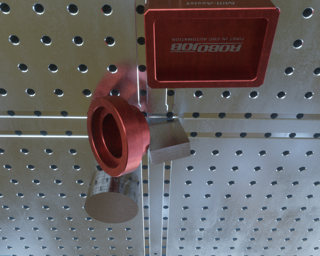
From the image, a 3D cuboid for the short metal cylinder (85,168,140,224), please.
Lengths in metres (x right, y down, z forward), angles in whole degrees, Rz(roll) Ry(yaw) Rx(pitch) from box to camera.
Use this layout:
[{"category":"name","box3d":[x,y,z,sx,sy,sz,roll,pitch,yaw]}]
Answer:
[{"category":"short metal cylinder","box3d":[-0.072,0.105,0.484,0.081,0.050,0.079,0,130,0]}]

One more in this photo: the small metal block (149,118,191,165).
[{"category":"small metal block","box3d":[0.007,0.017,0.402,0.050,0.050,0.025,-13,131,-8]}]

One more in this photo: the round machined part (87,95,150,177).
[{"category":"round machined part","box3d":[-0.049,0.008,0.382,0.042,0.098,0.097,-14,140,-36]}]

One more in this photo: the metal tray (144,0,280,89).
[{"category":"metal tray","box3d":[0.050,-0.088,0.333,0.131,0.030,0.089,-1,130,0]}]
